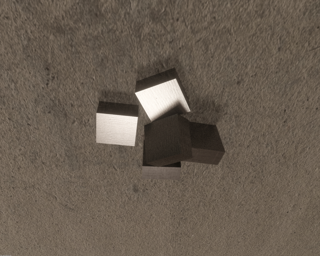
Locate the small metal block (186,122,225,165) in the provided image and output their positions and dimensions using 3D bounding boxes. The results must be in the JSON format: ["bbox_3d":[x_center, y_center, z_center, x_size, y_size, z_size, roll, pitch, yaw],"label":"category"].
[{"bbox_3d":[0.052,0.019,0.405,0.050,0.050,0.025,8,130,-15],"label":"small metal block"}]

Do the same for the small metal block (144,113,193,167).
[{"bbox_3d":[0.009,0.016,0.377,0.050,0.050,0.025,-19,152,31],"label":"small metal block"}]

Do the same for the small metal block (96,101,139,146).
[{"bbox_3d":[-0.055,-0.005,0.402,0.050,0.025,0.050,6,130,-6],"label":"small metal block"}]

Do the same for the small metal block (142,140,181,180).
[{"bbox_3d":[0.002,0.044,0.428,0.050,0.050,0.025,2,130,-3],"label":"small metal block"}]

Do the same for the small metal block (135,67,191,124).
[{"bbox_3d":[0.004,-0.038,0.375,0.050,0.025,0.050,-18,128,14],"label":"small metal block"}]
